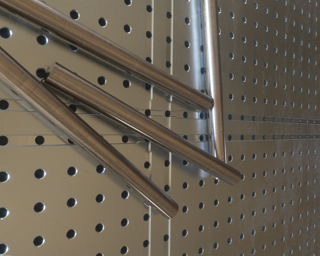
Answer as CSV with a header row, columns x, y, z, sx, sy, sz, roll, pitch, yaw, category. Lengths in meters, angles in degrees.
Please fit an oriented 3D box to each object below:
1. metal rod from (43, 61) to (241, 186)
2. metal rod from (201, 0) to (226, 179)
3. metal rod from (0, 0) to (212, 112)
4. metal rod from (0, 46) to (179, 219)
x,y,z,sx,sy,sz,roll,pitch,yaw,category
-0.001,0.009,0.390,0.301,0.025,0.025,30,71,-30,metal rod
0.082,-0.071,0.476,0.025,0.025,0.298,-7,94,-40,metal rod
-0.042,-0.081,0.372,0.302,0.025,0.025,22,76,-38,metal rod
-0.074,0.018,0.345,0.300,0.025,0.025,47,62,-30,metal rod
